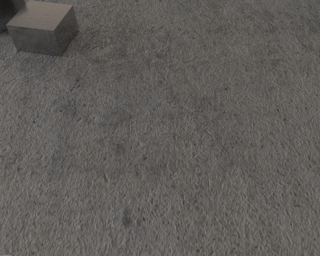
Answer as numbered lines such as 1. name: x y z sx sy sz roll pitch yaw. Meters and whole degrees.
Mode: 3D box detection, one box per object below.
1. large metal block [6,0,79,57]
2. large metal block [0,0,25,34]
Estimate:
1. large metal block: -0.196 -0.171 0.529 0.080 0.050 0.080 9 51 7
2. large metal block: -0.292 -0.222 0.552 0.050 0.080 0.080 31 57 23
